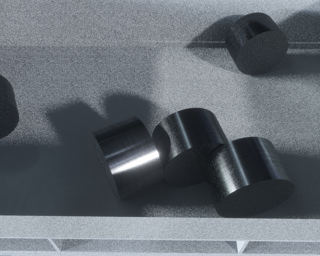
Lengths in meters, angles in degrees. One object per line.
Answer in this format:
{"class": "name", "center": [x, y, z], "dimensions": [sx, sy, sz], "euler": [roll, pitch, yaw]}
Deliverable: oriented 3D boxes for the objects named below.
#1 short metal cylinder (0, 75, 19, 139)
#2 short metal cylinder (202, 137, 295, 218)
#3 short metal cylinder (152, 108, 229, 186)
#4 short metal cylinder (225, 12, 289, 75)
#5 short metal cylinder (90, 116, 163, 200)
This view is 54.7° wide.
{"class": "short metal cylinder", "center": [-0.225, -0.026, 0.390], "dimensions": [0.081, 0.080, 0.050], "euler": [-19, 53, -15]}
{"class": "short metal cylinder", "center": [0.090, 0.054, 0.325], "dimensions": [0.081, 0.080, 0.050], "euler": [-8, 51, -7]}
{"class": "short metal cylinder", "center": [0.036, 0.023, 0.350], "dimensions": [0.081, 0.080, 0.050], "euler": [-11, 51, -10]}
{"class": "short metal cylinder", "center": [0.148, -0.129, 0.478], "dimensions": [0.081, 0.080, 0.050], "euler": [-9, 51, -7]}
{"class": "short metal cylinder", "center": [-0.038, 0.032, 0.342], "dimensions": [0.050, 0.080, 0.080], "euler": [-22, 54, -18]}
